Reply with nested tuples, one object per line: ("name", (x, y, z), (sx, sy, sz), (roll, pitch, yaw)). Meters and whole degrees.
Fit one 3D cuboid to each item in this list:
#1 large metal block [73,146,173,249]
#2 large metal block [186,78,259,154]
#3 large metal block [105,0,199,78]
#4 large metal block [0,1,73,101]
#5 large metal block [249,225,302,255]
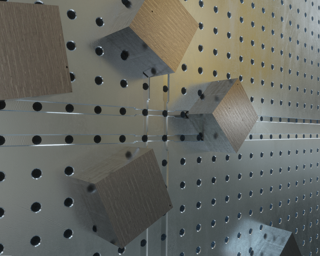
("large metal block", (-0.041, 0.076, 0.361), (0.081, 0.050, 0.080), (-30, 109, -36))
("large metal block", (0.099, -0.019, 0.478), (0.080, 0.050, 0.080), (-51, 120, -28))
("large metal block", (-0.007, -0.122, 0.388), (0.080, 0.050, 0.080), (40, 66, -33))
("large metal block", (-0.134, -0.066, 0.281), (0.081, 0.050, 0.079), (-13, 99, -40))
("large metal block", (0.219, 0.246, 0.581), (0.080, 0.050, 0.080), (-42, 116, -32))
